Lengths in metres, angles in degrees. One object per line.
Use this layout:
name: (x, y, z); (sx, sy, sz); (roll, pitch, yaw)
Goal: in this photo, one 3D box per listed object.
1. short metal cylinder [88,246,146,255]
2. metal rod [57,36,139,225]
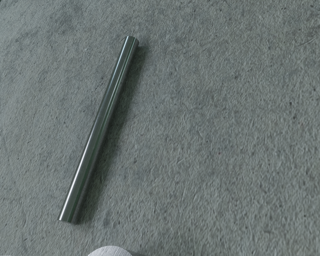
short metal cylinder: (-0.041, 0.163, 0.308); (0.080, 0.050, 0.080); (-13, 56, 20)
metal rod: (-0.082, -0.012, 0.452); (0.025, 0.025, 0.300); (1, 62, 28)
